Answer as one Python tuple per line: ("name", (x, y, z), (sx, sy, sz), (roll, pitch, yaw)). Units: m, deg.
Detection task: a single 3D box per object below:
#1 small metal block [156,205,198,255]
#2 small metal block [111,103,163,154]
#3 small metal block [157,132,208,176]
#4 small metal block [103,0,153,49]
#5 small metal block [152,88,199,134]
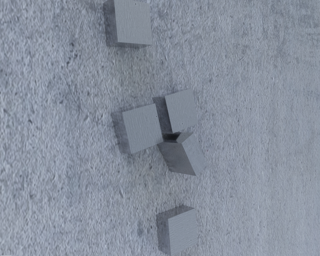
("small metal block", (0.024, 0.139, 0.424), (0.050, 0.025, 0.050), (-8, 95, -40))
("small metal block", (-0.028, 0.000, 0.381), (0.050, 0.025, 0.050), (-19, 103, -38))
("small metal block", (0.028, 0.033, 0.412), (0.025, 0.050, 0.050), (-39, 114, -33))
("small metal block", (-0.038, -0.124, 0.372), (0.050, 0.025, 0.050), (-8, 95, -40))
("small metal block", (0.022, -0.024, 0.423), (0.050, 0.025, 0.050), (-21, 103, -38))
